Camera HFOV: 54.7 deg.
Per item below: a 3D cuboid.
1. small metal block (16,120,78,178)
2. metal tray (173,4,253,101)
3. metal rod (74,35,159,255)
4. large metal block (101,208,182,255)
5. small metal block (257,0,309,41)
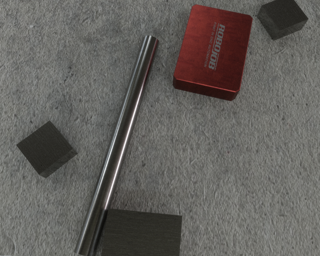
[{"bbox_3d":[-0.144,0.027,0.396,0.050,0.025,0.050,-40,75,-14],"label":"small metal block"},{"bbox_3d":[0.077,-0.110,0.447,0.090,0.030,0.130,13,70,4],"label":"metal tray"},{"bbox_3d":[-0.049,0.008,0.404,0.025,0.025,0.299,13,70,4],"label":"metal rod"},{"bbox_3d":[-0.020,0.137,0.345,0.080,0.050,0.080,5,70,1],"label":"large metal block"},{"bbox_3d":[0.186,-0.168,0.472,0.050,0.025,0.050,-23,72,-9],"label":"small metal block"}]
